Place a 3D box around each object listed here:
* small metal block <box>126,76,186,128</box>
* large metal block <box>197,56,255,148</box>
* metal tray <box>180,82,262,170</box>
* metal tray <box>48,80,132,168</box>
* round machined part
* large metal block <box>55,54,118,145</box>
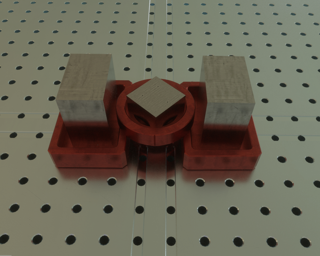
[{"bbox_3d":[-0.005,-0.031,0.381,0.050,0.025,0.050,37,59,27],"label":"small metal block"},{"bbox_3d":[0.076,-0.032,0.381,0.050,0.080,0.080,1,50,1],"label":"large metal block"},{"bbox_3d":[0.074,-0.008,0.410,0.091,0.030,0.130,0,50,0],"label":"metal tray"},{"bbox_3d":[-0.085,-0.010,0.411,0.091,0.030,0.130,1,50,0],"label":"metal tray"},{"bbox_3d":[-0.005,-0.016,0.398,0.099,0.042,0.098,0,50,0],"label":"round machined part"},{"bbox_3d":[-0.084,-0.035,0.383,0.050,0.080,0.080,1,50,1],"label":"large metal block"}]
